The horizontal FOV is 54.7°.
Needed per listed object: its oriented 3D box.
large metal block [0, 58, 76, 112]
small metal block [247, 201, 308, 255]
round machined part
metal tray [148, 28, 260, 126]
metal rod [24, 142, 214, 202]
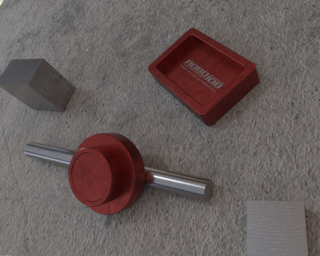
[{"bbox_3d":[-0.205,-0.070,0.519,0.080,0.080,0.050,6,65,31],"label":"large metal block"},{"bbox_3d":[0.109,0.096,0.288,0.050,0.025,0.050,-5,59,25],"label":"small metal block"},{"bbox_3d":[-0.070,0.055,0.368,0.098,0.042,0.097,1,93,31],"label":"round machined part"},{"bbox_3d":[0.054,-0.073,0.416,0.090,0.030,0.130,-42,51,-1],"label":"metal tray"},{"bbox_3d":[-0.075,0.051,0.411,0.300,0.025,0.025,7,66,31],"label":"metal rod"}]
